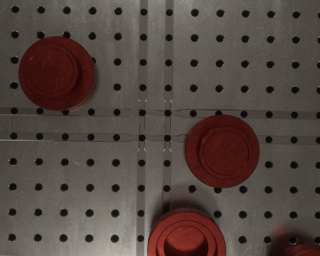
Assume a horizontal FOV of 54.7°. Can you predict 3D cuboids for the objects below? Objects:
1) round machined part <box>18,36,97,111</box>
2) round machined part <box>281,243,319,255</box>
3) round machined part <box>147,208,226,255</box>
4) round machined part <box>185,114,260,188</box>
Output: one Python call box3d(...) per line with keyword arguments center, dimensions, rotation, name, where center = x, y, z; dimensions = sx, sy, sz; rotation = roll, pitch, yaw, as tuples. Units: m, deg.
box3d(center=(-0.135, -0.071, 0.403), dimensions=(0.099, 0.042, 0.097), rotation=(0, 90, -1), name="round machined part")
box3d(center=(0.196, 0.200, 0.408), dimensions=(0.099, 0.042, 0.097), rotation=(0, 90, -1), name="round machined part")
box3d(center=(0.033, 0.153, 0.405), dimensions=(0.099, 0.042, 0.097), rotation=(0, 90, -1), name="round machined part")
box3d(center=(0.083, 0.031, 0.406), dimensions=(0.099, 0.042, 0.097), rotation=(0, 90, -1), name="round machined part")
